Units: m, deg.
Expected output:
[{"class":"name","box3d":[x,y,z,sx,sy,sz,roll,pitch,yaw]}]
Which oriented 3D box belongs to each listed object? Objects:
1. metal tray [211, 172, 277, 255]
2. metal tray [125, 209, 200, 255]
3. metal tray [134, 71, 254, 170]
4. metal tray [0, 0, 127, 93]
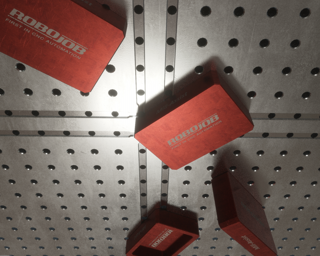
[{"class":"metal tray","box3d":[0.133,0.140,0.490,0.030,0.090,0.130,-31,124,23]},{"class":"metal tray","box3d":[0.002,0.210,0.586,0.091,0.030,0.129,23,126,-19]},{"class":"metal tray","box3d":[0.042,-0.004,0.406,0.130,0.030,0.090,-32,124,23]},{"class":"metal tray","box3d":[-0.112,-0.102,0.320,0.131,0.030,0.090,26,125,-21]}]
